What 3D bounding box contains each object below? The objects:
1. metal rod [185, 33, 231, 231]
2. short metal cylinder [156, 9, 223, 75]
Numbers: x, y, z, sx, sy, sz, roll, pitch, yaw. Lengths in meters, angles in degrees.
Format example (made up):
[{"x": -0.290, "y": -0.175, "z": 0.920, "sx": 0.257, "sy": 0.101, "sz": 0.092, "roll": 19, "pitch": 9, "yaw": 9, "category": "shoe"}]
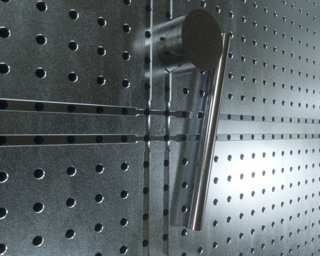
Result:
[{"x": 0.075, "y": 0.001, "z": 0.471, "sx": 0.025, "sy": 0.025, "sz": 0.299, "roll": 17, "pitch": 80, "yaw": -39, "category": "metal rod"}, {"x": 0.041, "y": -0.116, "z": 0.427, "sx": 0.081, "sy": 0.050, "sz": 0.080, "roll": 0, "pitch": 90, "yaw": -40, "category": "short metal cylinder"}]
